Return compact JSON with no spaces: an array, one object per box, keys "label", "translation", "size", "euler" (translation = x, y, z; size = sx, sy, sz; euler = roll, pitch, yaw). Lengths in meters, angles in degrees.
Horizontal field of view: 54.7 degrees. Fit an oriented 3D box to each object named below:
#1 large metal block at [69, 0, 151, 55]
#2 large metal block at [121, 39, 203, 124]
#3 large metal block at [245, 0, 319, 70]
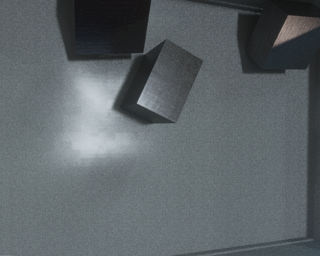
[{"label":"large metal block","translation":[-0.059,-0.133,0.353],"size":[0.081,0.050,0.079],"euler":[-6,136,-20]},{"label":"large metal block","translation":[-0.001,-0.052,0.381],"size":[0.050,0.080,0.080],"euler":[26,81,-18]},{"label":"large metal block","translation":[0.182,-0.131,0.442],"size":[0.081,0.050,0.079],"euler":[-3,135,-20]}]
